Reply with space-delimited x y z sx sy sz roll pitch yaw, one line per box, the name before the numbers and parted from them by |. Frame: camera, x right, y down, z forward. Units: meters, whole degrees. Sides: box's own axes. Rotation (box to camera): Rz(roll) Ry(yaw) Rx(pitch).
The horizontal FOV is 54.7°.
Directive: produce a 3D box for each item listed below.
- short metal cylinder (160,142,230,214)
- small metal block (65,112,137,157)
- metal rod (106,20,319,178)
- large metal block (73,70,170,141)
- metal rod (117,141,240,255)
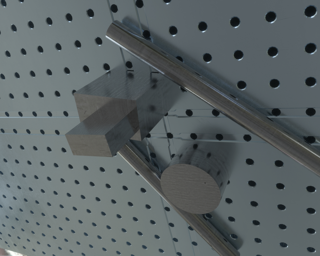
short metal cylinder | 0.048 0.066 0.410 0.080 0.050 0.079 13 124 20
small metal block | -0.061 0.005 0.325 0.050 0.050 0.025 0 118 28
metal rod | 0.068 -0.033 0.354 0.301 0.025 0.025 34 129 5
large metal block | -0.043 -0.031 0.377 0.080 0.080 0.050 9 122 23
metal rod | 0.009 0.092 0.461 0.300 0.025 0.025 46 129 -5
